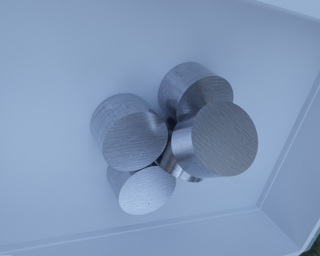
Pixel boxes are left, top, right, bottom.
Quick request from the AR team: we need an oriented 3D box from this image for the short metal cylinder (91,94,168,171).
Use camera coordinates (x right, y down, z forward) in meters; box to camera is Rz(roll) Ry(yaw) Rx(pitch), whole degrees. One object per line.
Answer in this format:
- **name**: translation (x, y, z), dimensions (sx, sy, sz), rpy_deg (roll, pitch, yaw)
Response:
- **short metal cylinder**: translation (-0.037, 0.005, 0.374), dimensions (0.081, 0.050, 0.079), rpy_deg (-14, 125, -21)

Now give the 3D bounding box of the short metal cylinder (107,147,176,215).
- **short metal cylinder**: translation (-0.026, 0.070, 0.421), dimensions (0.081, 0.050, 0.079), rpy_deg (-14, 125, -21)

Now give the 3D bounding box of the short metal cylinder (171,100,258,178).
- **short metal cylinder**: translation (0.059, 0.015, 0.343), dimensions (0.081, 0.050, 0.080), rpy_deg (5, 77, -21)

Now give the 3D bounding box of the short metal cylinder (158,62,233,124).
- **short metal cylinder**: translation (0.045, -0.037, 0.394), dimensions (0.081, 0.050, 0.079), rpy_deg (-14, 125, -21)

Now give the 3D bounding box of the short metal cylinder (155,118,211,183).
- **short metal cylinder**: translation (0.034, 0.027, 0.409), dimensions (0.081, 0.080, 0.050), rpy_deg (14, 111, -34)
